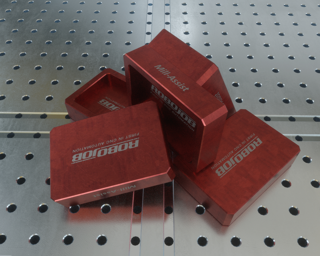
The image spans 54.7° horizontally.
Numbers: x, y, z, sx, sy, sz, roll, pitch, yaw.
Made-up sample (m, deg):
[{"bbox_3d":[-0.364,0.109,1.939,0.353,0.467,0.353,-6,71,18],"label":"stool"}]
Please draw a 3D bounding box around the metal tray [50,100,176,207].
[{"bbox_3d":[-0.056,0.028,0.349,0.131,0.030,0.090,-15,61,6],"label":"metal tray"}]

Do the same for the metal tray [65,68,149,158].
[{"bbox_3d":[-0.051,-0.025,0.424,0.130,0.030,0.090,29,56,22],"label":"metal tray"}]

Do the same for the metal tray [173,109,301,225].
[{"bbox_3d":[0.090,0.040,0.370,0.131,0.030,0.090,-34,58,-26],"label":"metal tray"}]

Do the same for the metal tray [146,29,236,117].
[{"bbox_3d":[0.043,-0.057,0.389,0.030,0.130,0.090,-47,60,1],"label":"metal tray"}]

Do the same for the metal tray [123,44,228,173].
[{"bbox_3d":[0.011,-0.022,0.345,0.030,0.089,0.130,-31,57,-24],"label":"metal tray"}]
